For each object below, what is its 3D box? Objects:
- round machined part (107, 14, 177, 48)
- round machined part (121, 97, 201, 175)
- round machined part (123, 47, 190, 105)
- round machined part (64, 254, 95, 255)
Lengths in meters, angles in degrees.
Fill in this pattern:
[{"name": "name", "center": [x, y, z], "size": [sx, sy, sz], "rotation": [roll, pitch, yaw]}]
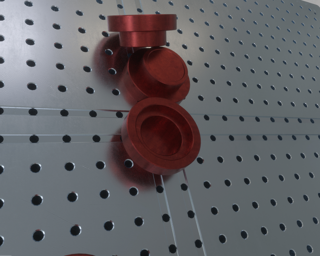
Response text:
[{"name": "round machined part", "center": [-0.025, -0.140, 0.447], "size": [0.099, 0.098, 0.042], "rotation": [-15, 114, -34]}, {"name": "round machined part", "center": [-0.002, 0.013, 0.388], "size": [0.099, 0.042, 0.098], "rotation": [13, 56, -21]}, {"name": "round machined part", "center": [0.001, -0.077, 0.444], "size": [0.099, 0.042, 0.098], "rotation": [13, 56, -21]}, {"name": "round machined part", "center": [-0.075, 0.160, 0.259], "size": [0.099, 0.042, 0.098], "rotation": [13, 56, -21]}]
